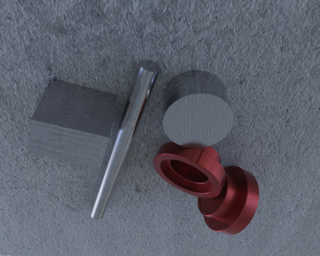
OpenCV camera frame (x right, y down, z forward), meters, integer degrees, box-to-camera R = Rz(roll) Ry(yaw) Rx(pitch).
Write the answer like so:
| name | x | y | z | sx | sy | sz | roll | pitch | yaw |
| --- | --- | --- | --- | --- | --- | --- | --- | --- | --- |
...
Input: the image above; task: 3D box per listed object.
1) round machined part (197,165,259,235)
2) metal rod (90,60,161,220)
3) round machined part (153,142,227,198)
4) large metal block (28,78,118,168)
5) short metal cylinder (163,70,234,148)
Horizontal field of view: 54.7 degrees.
| name | x | y | z | sx | sy | sz | roll | pitch | yaw |
| --- | --- | --- | --- | --- | --- | --- | --- | --- | --- |
| round machined part | 0.091 | 0.099 | 0.445 | 0.042 | 0.098 | 0.097 | 26 | 125 | -20 |
| metal rod | -0.059 | 0.038 | 0.438 | 0.025 | 0.025 | 0.298 | 14 | 129 | -12 |
| round machined part | 0.044 | 0.050 | 0.421 | 0.098 | 0.042 | 0.098 | 22 | 148 | 15 |
| large metal block | -0.099 | -0.007 | 0.364 | 0.081 | 0.080 | 0.050 | 14 | 129 | -12 |
| short metal cylinder | 0.043 | -0.022 | 0.372 | 0.081 | 0.050 | 0.079 | 0 | 130 | 0 |
